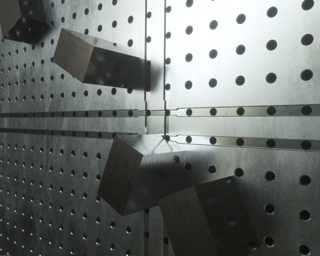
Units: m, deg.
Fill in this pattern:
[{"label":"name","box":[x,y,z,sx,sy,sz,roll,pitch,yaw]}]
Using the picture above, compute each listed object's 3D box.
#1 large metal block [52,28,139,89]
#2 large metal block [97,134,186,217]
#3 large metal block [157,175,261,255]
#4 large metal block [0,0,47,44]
[{"label":"large metal block","box":[-0.093,-0.099,0.448,0.080,0.081,0.050,35,111,34]},{"label":"large metal block","box":[-0.022,0.055,0.390,0.050,0.081,0.079,30,109,35]},{"label":"large metal block","box":[0.053,0.101,0.329,0.050,0.081,0.080,-30,72,36]},{"label":"large metal block","box":[-0.277,-0.229,0.617,0.080,0.050,0.080,-25,74,37]}]
